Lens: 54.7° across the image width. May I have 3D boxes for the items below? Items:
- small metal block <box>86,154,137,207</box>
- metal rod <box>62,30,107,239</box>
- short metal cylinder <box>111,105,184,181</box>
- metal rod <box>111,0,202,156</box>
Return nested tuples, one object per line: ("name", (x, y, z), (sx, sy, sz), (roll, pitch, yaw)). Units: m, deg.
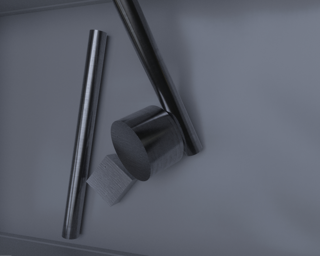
("small metal block", (-0.066, 0.072, 0.433), (0.050, 0.025, 0.050), (42, 103, 15))
("metal rod", (-0.109, 0.011, 0.447), (0.025, 0.025, 0.298), (10, 93, 19))
("short metal cylinder", (-0.017, 0.018, 0.381), (0.080, 0.050, 0.079), (36, 140, 37))
("metal rod", (-0.018, -0.096, 0.342), (0.025, 0.025, 0.299), (-18, 113, 19))
